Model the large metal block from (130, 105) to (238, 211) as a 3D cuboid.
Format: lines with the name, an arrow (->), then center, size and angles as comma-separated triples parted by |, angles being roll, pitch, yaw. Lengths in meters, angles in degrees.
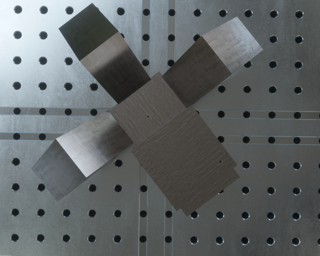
large metal block -> 0.025, 0.031, 0.350 | 0.080, 0.050, 0.080 | -37, 91, -1

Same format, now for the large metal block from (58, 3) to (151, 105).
large metal block -> -0.065, -0.088, 0.370 | 0.050, 0.080, 0.080 | -38, 51, 0

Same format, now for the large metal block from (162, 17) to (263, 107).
large metal block -> 0.062, -0.077, 0.371 | 0.050, 0.080, 0.080 | 52, 50, 0

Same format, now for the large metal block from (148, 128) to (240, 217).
large metal block -> 0.041, 0.052, 0.400 | 0.080, 0.050, 0.080 | -37, 89, -1

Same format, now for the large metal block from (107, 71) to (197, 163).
large metal block -> -0.008, -0.013, 0.401 | 0.080, 0.050, 0.080 | -38, 90, 0

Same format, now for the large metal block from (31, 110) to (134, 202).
large metal block -> -0.092, 0.033, 0.370 | 0.050, 0.080, 0.080 | 52, 132, 1
